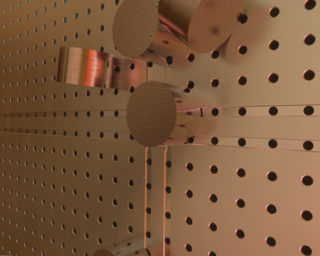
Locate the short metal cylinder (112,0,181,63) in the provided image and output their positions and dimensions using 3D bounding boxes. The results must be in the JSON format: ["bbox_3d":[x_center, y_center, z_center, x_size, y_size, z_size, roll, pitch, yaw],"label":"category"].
[{"bbox_3d":[-0.017,-0.129,0.407,0.080,0.050,0.079,0,90,40],"label":"short metal cylinder"}]

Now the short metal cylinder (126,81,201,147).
[{"bbox_3d":[0.004,-0.017,0.390,0.080,0.050,0.079,0,90,40],"label":"short metal cylinder"}]

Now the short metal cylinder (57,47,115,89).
[{"bbox_3d":[-0.111,-0.089,0.465,0.080,0.081,0.050,13,98,39],"label":"short metal cylinder"}]

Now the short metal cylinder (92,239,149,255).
[{"bbox_3d":[-0.056,0.206,0.439,0.080,0.050,0.079,0,90,40],"label":"short metal cylinder"}]

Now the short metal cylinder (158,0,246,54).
[{"bbox_3d":[0.045,-0.129,0.336,0.050,0.081,0.080,46,118,30],"label":"short metal cylinder"}]
